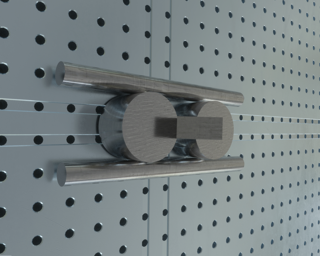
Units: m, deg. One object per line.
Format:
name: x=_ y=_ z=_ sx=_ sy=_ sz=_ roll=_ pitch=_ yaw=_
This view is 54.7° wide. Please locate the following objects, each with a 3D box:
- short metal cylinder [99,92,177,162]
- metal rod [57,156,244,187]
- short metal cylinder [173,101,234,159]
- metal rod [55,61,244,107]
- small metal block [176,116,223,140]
short metal cylinder: x=-0.025 y=-0.001 z=0.368 sx=0.081 sy=0.050 sz=0.079 roll=0 pitch=90 yaw=-40
metal rod: x=0.014 y=0.054 z=0.417 sx=0.302 sy=0.025 sz=0.025 roll=3 pitch=88 yaw=-40
short metal cylinder: x=0.059 y=0.003 z=0.439 sx=0.081 sy=0.050 sz=0.079 roll=0 pitch=90 yaw=-40
metal rod: x=0.013 y=-0.052 z=0.416 sx=0.302 sy=0.025 sz=0.025 roll=2 pitch=89 yaw=-40
small metal block: x=0.047 y=0.001 z=0.368 sx=0.050 sy=0.050 sz=0.025 roll=22 pitch=70 yaw=-83
